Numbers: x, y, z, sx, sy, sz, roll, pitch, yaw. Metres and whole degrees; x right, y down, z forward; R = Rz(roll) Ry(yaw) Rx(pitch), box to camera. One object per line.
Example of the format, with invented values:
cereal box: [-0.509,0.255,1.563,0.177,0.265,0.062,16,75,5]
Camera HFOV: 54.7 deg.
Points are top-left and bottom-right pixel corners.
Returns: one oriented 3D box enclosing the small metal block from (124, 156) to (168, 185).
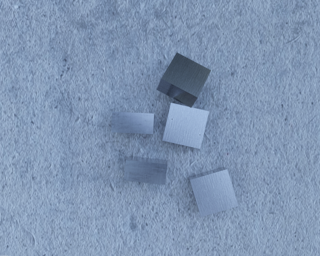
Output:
small metal block: [-0.017,0.053,0.397,0.050,0.050,0.025,7,90,0]

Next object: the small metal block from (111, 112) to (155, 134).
small metal block: [-0.033,-0.006,0.397,0.050,0.050,0.025,3,90,0]

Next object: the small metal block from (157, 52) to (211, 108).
small metal block: [0.031,-0.062,0.399,0.050,0.025,0.050,28,59,0]

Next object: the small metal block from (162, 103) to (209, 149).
small metal block: [0.033,-0.003,0.410,0.050,0.025,0.050,13,90,0]

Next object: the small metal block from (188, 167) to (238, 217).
small metal block: [0.070,0.084,0.410,0.050,0.025,0.050,-16,90,0]
